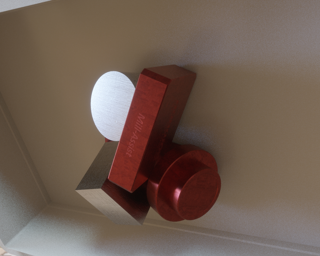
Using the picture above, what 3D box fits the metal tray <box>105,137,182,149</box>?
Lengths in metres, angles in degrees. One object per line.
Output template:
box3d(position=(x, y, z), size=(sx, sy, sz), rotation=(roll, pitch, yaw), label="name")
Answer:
box3d(position=(-0.014, 0.057, 0.443), size=(0.130, 0.030, 0.089), rotation=(16, 125, 18), label="metal tray")

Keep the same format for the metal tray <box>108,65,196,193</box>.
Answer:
box3d(position=(-0.007, -0.003, 0.345), size=(0.030, 0.090, 0.129), rotation=(26, 112, 16), label="metal tray")

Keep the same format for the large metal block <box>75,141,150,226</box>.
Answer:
box3d(position=(-0.049, 0.071, 0.410), size=(0.050, 0.080, 0.080), rotation=(-13, 128, 39), label="large metal block")

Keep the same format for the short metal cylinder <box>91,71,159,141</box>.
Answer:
box3d(position=(-0.037, -0.027, 0.373), size=(0.080, 0.050, 0.079), rotation=(5, 99, 38), label="short metal cylinder")

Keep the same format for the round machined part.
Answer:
box3d(position=(0.036, 0.073, 0.380), size=(0.042, 0.099, 0.097), rotation=(29, 136, 49), label="round machined part")
